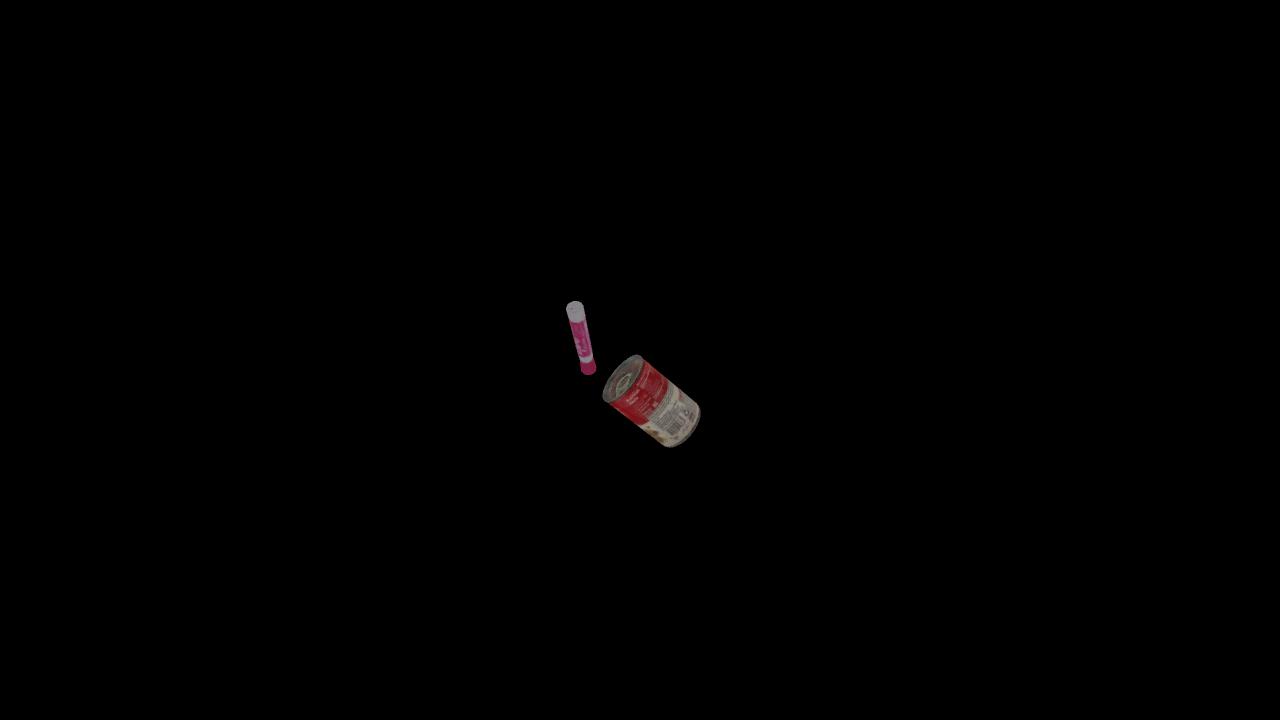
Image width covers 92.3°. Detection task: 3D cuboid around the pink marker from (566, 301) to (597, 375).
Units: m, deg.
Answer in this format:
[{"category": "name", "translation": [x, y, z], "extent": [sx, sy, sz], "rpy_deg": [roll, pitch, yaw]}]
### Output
[{"category": "pink marker", "translation": [-0.065, -0.021, 0.696], "extent": [0.020, 0.020, 0.121], "rpy_deg": [0, -35, 5]}]

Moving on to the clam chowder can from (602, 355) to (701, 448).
[{"category": "clam chowder can", "translation": [0.015, 0.050, 0.732], "extent": [0.102, 0.068, 0.068], "rpy_deg": [39, -17, -22]}]
